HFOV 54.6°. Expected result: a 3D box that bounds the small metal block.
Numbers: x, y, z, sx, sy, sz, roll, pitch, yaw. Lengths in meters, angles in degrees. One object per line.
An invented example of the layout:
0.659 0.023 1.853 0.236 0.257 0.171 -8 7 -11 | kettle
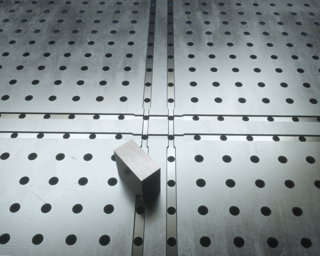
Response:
-0.025 0.049 0.350 0.025 0.050 0.050 -33 57 -24 | small metal block
